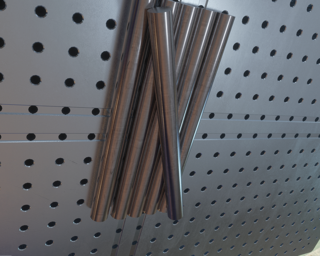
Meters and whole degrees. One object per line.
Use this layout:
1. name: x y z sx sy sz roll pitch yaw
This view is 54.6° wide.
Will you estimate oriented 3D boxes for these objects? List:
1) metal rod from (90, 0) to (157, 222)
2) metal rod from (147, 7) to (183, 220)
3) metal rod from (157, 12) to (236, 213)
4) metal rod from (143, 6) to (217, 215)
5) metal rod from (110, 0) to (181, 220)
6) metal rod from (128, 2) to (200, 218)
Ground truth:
1. metal rod: -0.051 -0.007 0.378 0.025 0.025 0.298 1 118 -29
2. metal rod: 0.012 0.007 0.388 0.025 0.025 0.298 -18 126 -18
3. metal rod: 0.041 -0.005 0.430 0.025 0.025 0.298 1 118 -29
4. metal rod: 0.018 -0.006 0.418 0.025 0.025 0.298 1 118 -29
5. metal rod: -0.025 -0.005 0.392 0.025 0.025 0.298 1 118 -29
6. metal rod: -0.004 -0.005 0.404 0.025 0.025 0.298 1 118 -29
